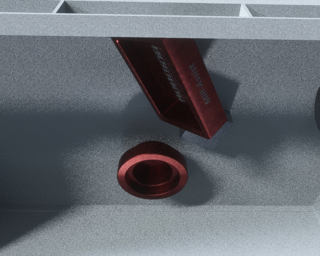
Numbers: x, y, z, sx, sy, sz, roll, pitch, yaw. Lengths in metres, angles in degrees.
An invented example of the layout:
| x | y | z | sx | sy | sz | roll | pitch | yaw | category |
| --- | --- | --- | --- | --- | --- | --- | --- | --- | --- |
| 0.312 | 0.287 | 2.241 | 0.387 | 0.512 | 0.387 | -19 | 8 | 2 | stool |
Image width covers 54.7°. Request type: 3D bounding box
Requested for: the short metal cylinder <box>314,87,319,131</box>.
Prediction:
| x | y | z | sx | sy | sz | roll | pitch | yaw | category |
| --- | --- | --- | --- | --- | --- | --- | --- | --- | --- |
| 0.224 | -0.025 | 0.355 | 0.050 | 0.080 | 0.079 | 3 | 130 | -3 | short metal cylinder |

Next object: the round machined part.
| x | y | z | sx | sy | sz | roll | pitch | yaw | category |
| --- | --- | --- | --- | --- | --- | --- | --- | --- | --- |
| -0.010 | 0.057 | 0.446 | 0.099 | 0.042 | 0.097 | -1 | 130 | 0 | round machined part |

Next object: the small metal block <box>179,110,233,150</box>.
| x | y | z | sx | sy | sz | roll | pitch | yaw | category |
| --- | --- | --- | --- | --- | --- | --- | --- | --- | --- |
| 0.059 | -0.004 | 0.407 | 0.050 | 0.025 | 0.050 | 18 | 128 | -15 | small metal block |

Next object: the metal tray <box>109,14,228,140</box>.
| x | y | z | sx | sy | sz | roll | pitch | yaw | category |
| --- | --- | --- | --- | --- | --- | --- | --- | --- | --- |
| 0.010 | -0.052 | 0.323 | 0.030 | 0.090 | 0.130 | -45 | 128 | -18 | metal tray |
